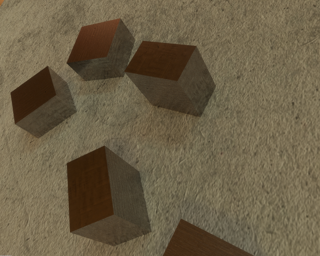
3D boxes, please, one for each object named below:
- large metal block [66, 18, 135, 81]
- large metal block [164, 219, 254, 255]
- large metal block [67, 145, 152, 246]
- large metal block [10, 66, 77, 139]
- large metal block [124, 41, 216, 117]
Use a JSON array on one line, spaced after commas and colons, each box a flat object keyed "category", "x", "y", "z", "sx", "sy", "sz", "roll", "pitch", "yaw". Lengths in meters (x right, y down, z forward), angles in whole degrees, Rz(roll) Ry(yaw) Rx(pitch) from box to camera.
[{"category": "large metal block", "x": -0.097, "y": -0.129, "z": 0.518, "sx": 0.080, "sy": 0.050, "sz": 0.080, "roll": -2, "pitch": 61, "yaw": 27}, {"category": "large metal block", "x": 0.043, "y": 0.141, "z": 0.279, "sx": 0.080, "sy": 0.050, "sz": 0.080, "roll": 18, "pitch": 71, "yaw": 35}, {"category": "large metal block", "x": -0.057, "y": 0.079, "z": 0.350, "sx": 0.050, "sy": 0.080, "sz": 0.080, "roll": -25, "pitch": 53, "yaw": 13}, {"category": "large metal block", "x": -0.195, "y": -0.043, "z": 0.517, "sx": 0.080, "sy": 0.050, "sz": 0.080, "roll": -34, "pitch": 51, "yaw": 6}, {"category": "large metal block", "x": 0.015, "y": -0.063, "z": 0.399, "sx": 0.080, "sy": 0.080, "sz": 0.050, "roll": 16, "pitch": 70, "yaw": 34}]
